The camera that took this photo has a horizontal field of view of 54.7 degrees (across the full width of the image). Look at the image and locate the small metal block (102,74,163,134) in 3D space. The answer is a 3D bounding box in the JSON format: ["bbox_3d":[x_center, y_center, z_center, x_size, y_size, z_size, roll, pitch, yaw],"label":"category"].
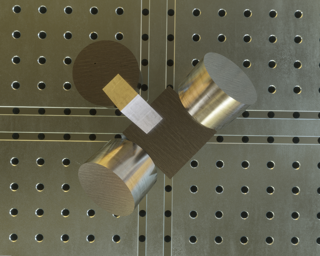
[{"bbox_3d":[-0.031,-0.027,0.347,0.025,0.050,0.050,-45,47,2],"label":"small metal block"}]

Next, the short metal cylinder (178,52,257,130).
[{"bbox_3d":[0.069,-0.045,0.376,0.080,0.080,0.050,43,129,0],"label":"short metal cylinder"}]

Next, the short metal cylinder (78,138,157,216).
[{"bbox_3d":[-0.051,0.059,0.376,0.080,0.050,0.079,18,130,23],"label":"short metal cylinder"}]

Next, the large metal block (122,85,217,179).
[{"bbox_3d":[0.012,0.005,0.395,0.080,0.050,0.080,44,90,0],"label":"large metal block"}]

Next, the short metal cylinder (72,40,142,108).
[{"bbox_3d":[-0.065,-0.066,0.397,0.081,0.050,0.079,0,90,0],"label":"short metal cylinder"}]
